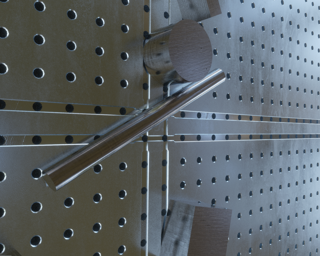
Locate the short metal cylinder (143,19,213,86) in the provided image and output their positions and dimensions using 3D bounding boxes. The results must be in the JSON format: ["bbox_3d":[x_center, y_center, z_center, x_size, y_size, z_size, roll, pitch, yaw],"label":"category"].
[{"bbox_3d":[0.025,-0.099,0.416,0.081,0.050,0.079,0,90,-40],"label":"short metal cylinder"}]

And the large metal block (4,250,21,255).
[{"bbox_3d":[-0.142,0.156,0.256,0.081,0.080,0.050,-20,103,-39],"label":"large metal block"}]

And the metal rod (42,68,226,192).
[{"bbox_3d":[-0.010,-0.014,0.402,0.302,0.025,0.025,-34,111,-35],"label":"metal rod"}]

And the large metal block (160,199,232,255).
[{"bbox_3d":[0.052,0.149,0.440,0.081,0.050,0.080,17,79,-39],"label":"large metal block"}]

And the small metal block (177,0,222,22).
[{"bbox_3d":[0.054,-0.178,0.440,0.025,0.050,0.050,-32,110,-36],"label":"small metal block"}]
